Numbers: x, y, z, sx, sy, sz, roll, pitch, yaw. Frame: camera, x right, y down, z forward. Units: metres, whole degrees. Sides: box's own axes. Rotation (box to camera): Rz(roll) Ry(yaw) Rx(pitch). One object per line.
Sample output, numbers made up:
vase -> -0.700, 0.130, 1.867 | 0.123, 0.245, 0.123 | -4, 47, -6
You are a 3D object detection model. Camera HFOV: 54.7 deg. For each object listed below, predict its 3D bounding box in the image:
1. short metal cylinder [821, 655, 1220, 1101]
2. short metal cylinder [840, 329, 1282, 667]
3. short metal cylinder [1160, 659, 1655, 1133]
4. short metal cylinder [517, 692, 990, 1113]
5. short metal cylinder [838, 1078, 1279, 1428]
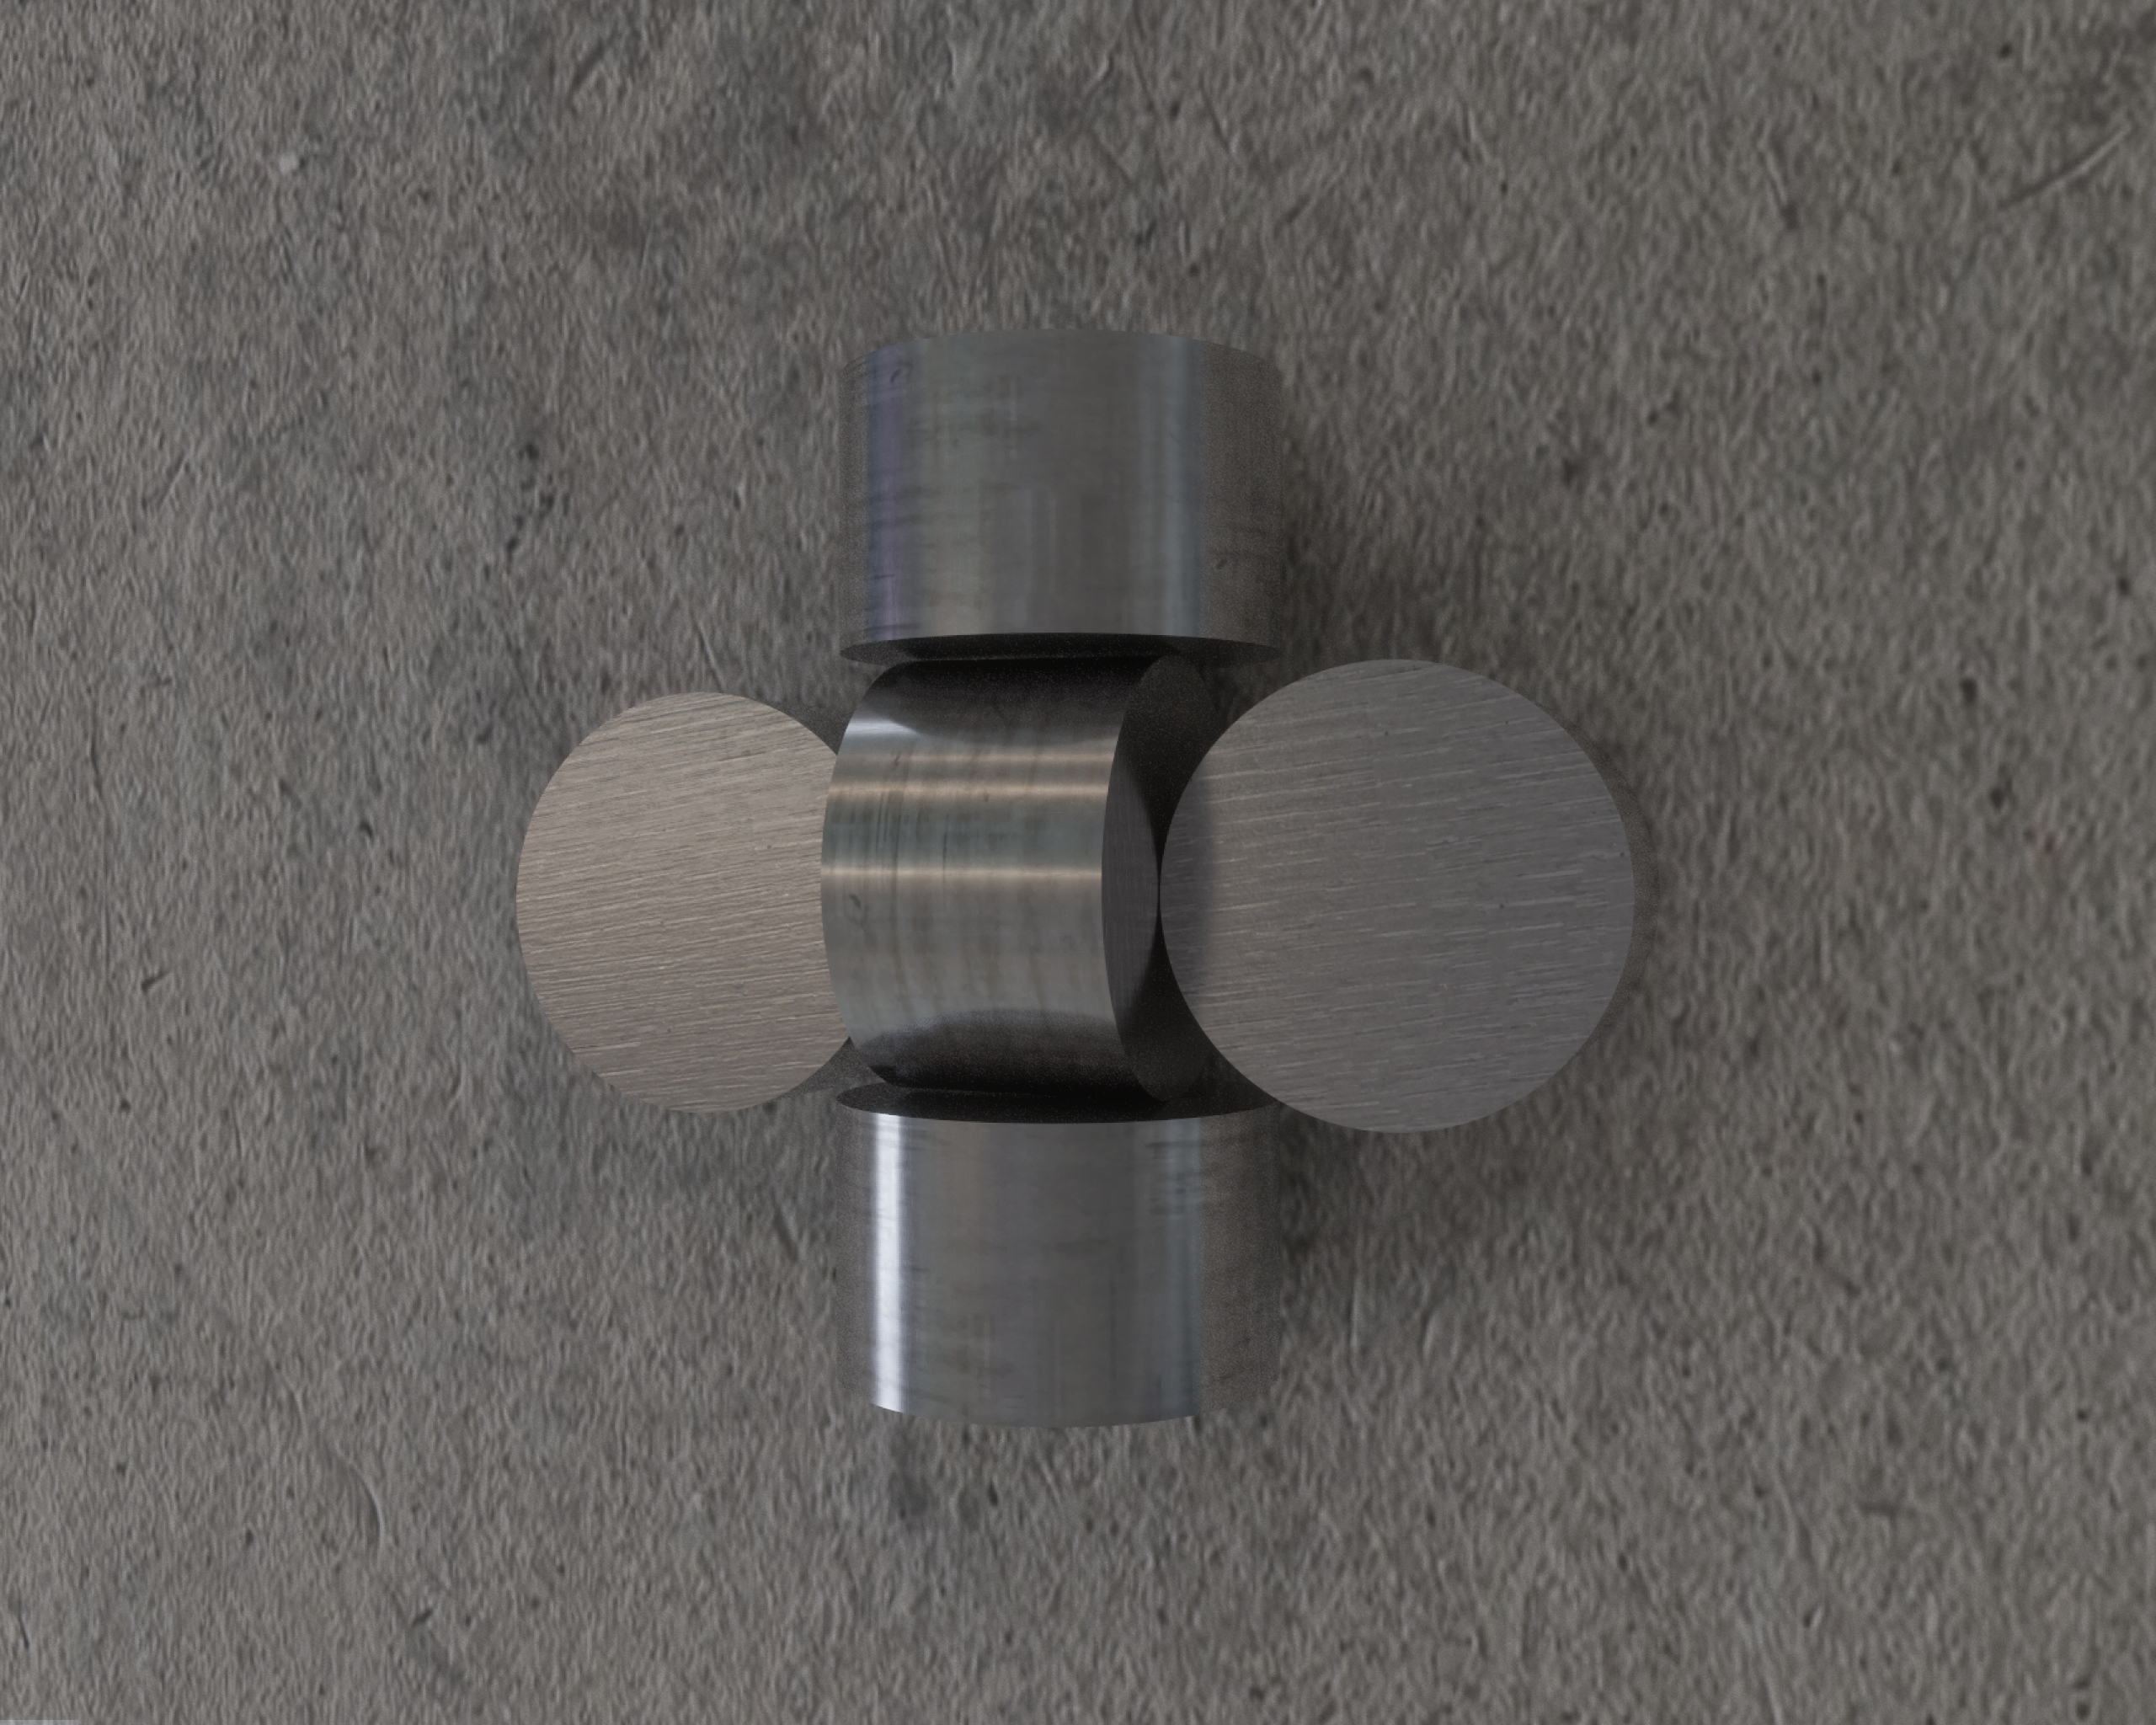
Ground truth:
short metal cylinder -> -0.006, 0.002, 0.382 | 0.050, 0.080, 0.080 | 1, 90, 20
short metal cylinder -> -0.003, -0.063, 0.381 | 0.080, 0.080, 0.050 | 0, 90, 20
short metal cylinder -> 0.061, 0.005, 0.374 | 0.080, 0.050, 0.080 | 0, 90, 20
short metal cylinder -> -0.063, 0.007, 0.418 | 0.080, 0.050, 0.080 | 0, 90, 20
short metal cylinder -> -0.004, 0.067, 0.381 | 0.080, 0.080, 0.050 | 0, 90, 20
